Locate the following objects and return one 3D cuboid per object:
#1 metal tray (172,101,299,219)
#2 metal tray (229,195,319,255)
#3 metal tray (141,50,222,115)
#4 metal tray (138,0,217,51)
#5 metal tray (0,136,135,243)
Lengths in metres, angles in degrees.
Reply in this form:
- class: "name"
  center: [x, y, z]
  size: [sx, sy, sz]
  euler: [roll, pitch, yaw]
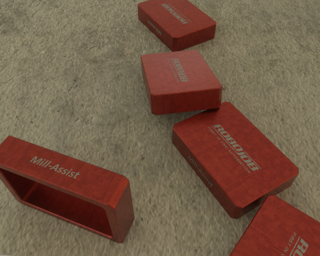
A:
- class: "metal tray"
  center: [0.085, 0.032, 0.374]
  size: [0.091, 0.030, 0.130]
  euler: [-24, 54, -20]
- class: "metal tray"
  center: [0.110, 0.137, 0.287]
  size: [0.090, 0.030, 0.131]
  euler: [32, 56, 23]
- class: "metal tray"
  center: [0.025, -0.069, 0.437]
  size: [0.091, 0.030, 0.130]
  euler: [-7, 36, -6]
- class: "metal tray"
  center: [0.029, -0.196, 0.565]
  size: [0.091, 0.030, 0.130]
  euler: [-25, 55, -20]
- class: "metal tray"
  center: [-0.093, 0.063, 0.306]
  size: [0.130, 0.089, 0.030]
  euler: [17, 52, 13]
